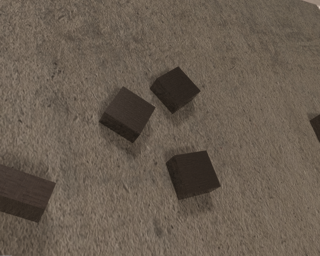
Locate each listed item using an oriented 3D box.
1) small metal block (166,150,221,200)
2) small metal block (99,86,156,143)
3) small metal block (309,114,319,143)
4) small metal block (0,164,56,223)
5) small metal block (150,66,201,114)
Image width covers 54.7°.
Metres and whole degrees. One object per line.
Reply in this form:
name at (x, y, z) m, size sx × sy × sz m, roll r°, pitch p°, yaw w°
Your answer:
small metal block at (0.042, 0.059, 0.392) m, size 0.050 × 0.025 × 0.050 m, roll -6°, pitch 65°, yaw -31°
small metal block at (-0.041, -0.017, 0.394) m, size 0.050 × 0.025 × 0.050 m, roll 33°, pitch 51°, yaw -7°
small metal block at (0.314, 0.003, 0.575) m, size 0.050 × 0.025 × 0.050 m, roll 1°, pitch 61°, yaw -28°
small metal block at (-0.128, 0.061, 0.282) m, size 0.050 × 0.050 × 0.025 m, roll 23°, pitch 53°, yaw -15°
small metal block at (0.023, -0.056, 0.452) m, size 0.050 × 0.025 × 0.050 m, roll 49°, pitch 51°, yaw 6°
